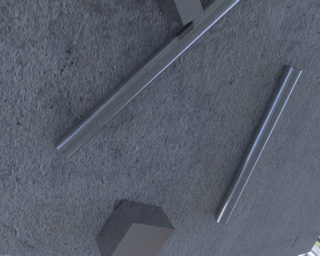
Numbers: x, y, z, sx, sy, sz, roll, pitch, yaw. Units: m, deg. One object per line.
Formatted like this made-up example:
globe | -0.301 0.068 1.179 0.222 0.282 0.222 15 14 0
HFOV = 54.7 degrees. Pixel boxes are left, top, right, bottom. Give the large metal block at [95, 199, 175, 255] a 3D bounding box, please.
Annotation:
large metal block | -0.038 0.162 0.472 0.080 0.050 0.080 23 106 -37

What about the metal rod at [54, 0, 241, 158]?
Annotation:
metal rod | -0.003 -0.076 0.359 0.300 0.025 0.025 -43 130 1

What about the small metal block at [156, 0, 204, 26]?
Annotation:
small metal block | 0.014 -0.138 0.314 0.025 0.050 0.050 -34 129 -6

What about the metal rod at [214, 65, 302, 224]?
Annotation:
metal rod | 0.157 0.040 0.520 0.025 0.025 0.298 4 116 -31
